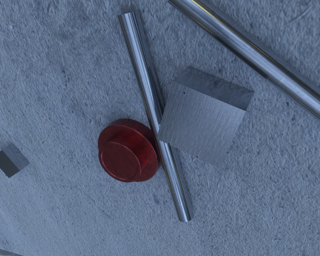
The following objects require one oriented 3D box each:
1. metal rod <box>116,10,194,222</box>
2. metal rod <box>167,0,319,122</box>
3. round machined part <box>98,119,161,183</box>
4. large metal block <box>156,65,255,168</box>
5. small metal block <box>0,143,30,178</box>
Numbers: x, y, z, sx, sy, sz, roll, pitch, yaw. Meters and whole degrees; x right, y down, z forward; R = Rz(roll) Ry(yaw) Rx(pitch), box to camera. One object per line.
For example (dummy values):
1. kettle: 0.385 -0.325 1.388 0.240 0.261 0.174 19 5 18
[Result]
1. metal rod: 0.001 0.002 0.406 0.025 0.025 0.298 -2 118 29
2. metal rod: 0.133 -0.044 0.309 0.300 0.025 0.025 39 129 1
3. round machined part: -0.048 0.039 0.444 0.098 0.042 0.097 13 124 20
4. large metal block: 0.050 -0.014 0.355 0.080 0.050 0.079 25 127 12
5. small metal block: -0.286 0.063 0.593 0.050 0.025 0.050 -28 103 37
